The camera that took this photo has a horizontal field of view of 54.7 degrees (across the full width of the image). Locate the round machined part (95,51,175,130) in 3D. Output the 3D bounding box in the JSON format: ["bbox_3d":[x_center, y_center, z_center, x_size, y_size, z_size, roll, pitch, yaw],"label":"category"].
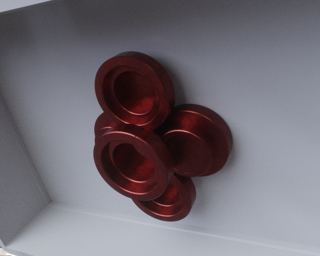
[{"bbox_3d":[-0.027,-0.046,0.379,0.098,0.042,0.097,13,124,20],"label":"round machined part"}]

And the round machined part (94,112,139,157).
[{"bbox_3d":[-0.051,0.019,0.432,0.098,0.042,0.097,13,124,20],"label":"round machined part"}]

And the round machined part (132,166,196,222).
[{"bbox_3d":[0.005,0.082,0.442,0.098,0.042,0.097,13,124,20],"label":"round machined part"}]

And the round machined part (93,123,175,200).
[{"bbox_3d":[-0.028,0.037,0.376,0.098,0.042,0.097,13,124,20],"label":"round machined part"}]

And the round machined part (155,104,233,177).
[{"bbox_3d":[0.037,0.022,0.388,0.098,0.042,0.097,13,124,20],"label":"round machined part"}]
